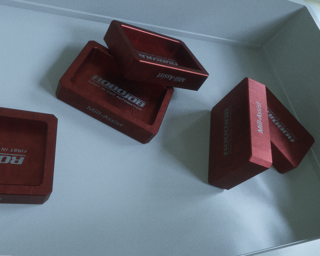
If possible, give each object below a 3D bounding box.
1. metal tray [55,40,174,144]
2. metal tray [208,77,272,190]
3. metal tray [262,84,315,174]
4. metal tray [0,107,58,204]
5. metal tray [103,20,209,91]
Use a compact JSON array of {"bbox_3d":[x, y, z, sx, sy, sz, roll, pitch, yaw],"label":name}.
[{"bbox_3d":[-0.054,-0.047,0.403,0.131,0.030,0.090,29,52,-10],"label":"metal tray"},{"bbox_3d":[0.104,0.007,0.417,0.030,0.090,0.130,21,54,-17],"label":"metal tray"},{"bbox_3d":[0.182,-0.002,0.504,0.130,0.030,0.091,50,51,6],"label":"metal tray"},{"bbox_3d":[-0.171,0.023,0.296,0.131,0.030,0.090,8,58,-24],"label":"metal tray"},{"bbox_3d":[-0.003,-0.099,0.432,0.131,0.030,0.090,3,45,-40],"label":"metal tray"}]
